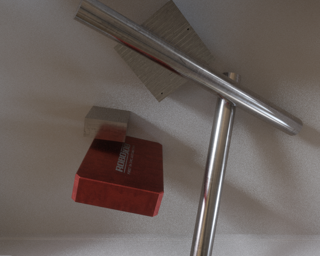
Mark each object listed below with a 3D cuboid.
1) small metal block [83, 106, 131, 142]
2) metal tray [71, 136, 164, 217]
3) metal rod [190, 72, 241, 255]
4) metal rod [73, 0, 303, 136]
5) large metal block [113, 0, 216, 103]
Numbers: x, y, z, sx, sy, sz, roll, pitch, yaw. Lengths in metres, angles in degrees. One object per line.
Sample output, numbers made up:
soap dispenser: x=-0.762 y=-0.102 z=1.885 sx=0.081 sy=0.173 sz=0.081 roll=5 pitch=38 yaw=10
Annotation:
small metal block: x=-0.066 y=-0.006 z=0.395 sx=0.050 sy=0.050 sz=0.025 roll=8 pitch=110 yaw=-3
metal tray: x=-0.044 y=0.048 z=0.372 sx=0.091 sy=0.130 sz=0.030 roll=13 pitch=110 yaw=-5
metal rod: x=0.062 y=0.080 z=0.376 sx=0.025 sy=0.025 sz=0.298 roll=11 pitch=84 yaw=-5
metal rod: x=0.053 y=-0.055 z=0.341 sx=0.302 sy=0.025 sz=0.025 roll=23 pitch=109 yaw=-27
large metal block: x=0.005 y=-0.091 z=0.365 sx=0.080 sy=0.050 sz=0.080 roll=-37 pitch=106 yaw=12
